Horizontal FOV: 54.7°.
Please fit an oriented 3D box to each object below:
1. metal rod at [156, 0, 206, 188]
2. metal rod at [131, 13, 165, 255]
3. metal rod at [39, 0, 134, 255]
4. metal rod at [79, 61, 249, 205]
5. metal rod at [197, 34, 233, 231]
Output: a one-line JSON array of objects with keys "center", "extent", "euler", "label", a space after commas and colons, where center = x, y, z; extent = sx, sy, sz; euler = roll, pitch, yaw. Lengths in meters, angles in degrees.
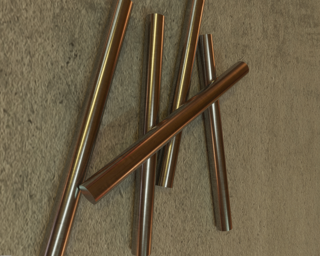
[{"center": [0.031, -0.068, 0.430], "extent": [0.025, 0.025, 0.299], "euler": [18, 79, -39], "label": "metal rod"}, {"center": [-0.014, 0.006, 0.392], "extent": [0.025, 0.025, 0.298], "euler": [6, 86, -40], "label": "metal rod"}, {"center": [-0.077, -0.006, 0.339], "extent": [0.025, 0.025, 0.299], "euler": [22, 76, -38], "label": "metal rod"}, {"center": [0.026, -0.012, 0.392], "extent": [0.302, 0.025, 0.025], "euler": [-39, 114, -33], "label": "metal rod"}, {"center": [0.084, 0.011, 0.474], "extent": [0.025, 0.025, 0.298], "euler": [-12, 98, -39], "label": "metal rod"}]
